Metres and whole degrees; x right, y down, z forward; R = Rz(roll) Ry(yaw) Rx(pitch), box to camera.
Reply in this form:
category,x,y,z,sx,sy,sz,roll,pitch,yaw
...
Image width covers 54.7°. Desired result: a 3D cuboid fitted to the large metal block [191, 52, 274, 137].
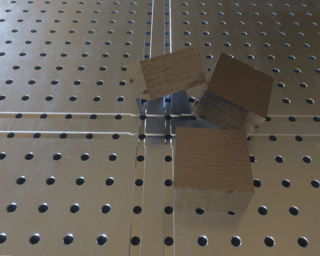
category,x,y,z,sx,sy,sz,roll,pitch,yaw
large metal block,0.098,-0.044,0.416,0.080,0.050,0.080,26,53,-1

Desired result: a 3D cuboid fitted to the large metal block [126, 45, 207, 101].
category,x,y,z,sx,sy,sz,roll,pitch,yaw
large metal block,0.006,-0.075,0.429,0.081,0.050,0.080,-19,13,-15

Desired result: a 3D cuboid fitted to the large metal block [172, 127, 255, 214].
category,x,y,z,sx,sy,sz,roll,pitch,yaw
large metal block,0.056,0.047,0.353,0.080,0.050,0.080,3,50,2
